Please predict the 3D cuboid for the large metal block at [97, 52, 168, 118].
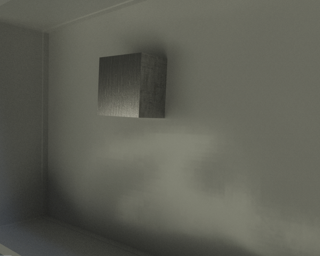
[{"bbox_3d":[-0.039,-0.055,0.424,0.080,0.050,0.080,5,93,40],"label":"large metal block"}]
